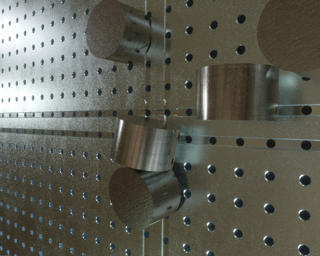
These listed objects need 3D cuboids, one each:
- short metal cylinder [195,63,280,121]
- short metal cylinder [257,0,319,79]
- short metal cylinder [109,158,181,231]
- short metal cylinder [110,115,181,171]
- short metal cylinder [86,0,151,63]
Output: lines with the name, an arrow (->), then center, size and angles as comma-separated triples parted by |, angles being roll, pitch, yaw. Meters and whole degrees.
short metal cylinder -> 0.076, -0.032, 0.310 | 0.080, 0.081, 0.050 | 2, 91, 39
short metal cylinder -> 0.137, -0.087, 0.280 | 0.080, 0.050, 0.079 | 0, 90, 39
short metal cylinder -> -0.020, 0.084, 0.400 | 0.080, 0.050, 0.079 | 10, 106, 41
short metal cylinder -> -0.018, 0.017, 0.386 | 0.080, 0.081, 0.050 | 18, 101, 38
short metal cylinder -> -0.059, -0.135, 0.440 | 0.080, 0.050, 0.079 | 0, 90, 39
